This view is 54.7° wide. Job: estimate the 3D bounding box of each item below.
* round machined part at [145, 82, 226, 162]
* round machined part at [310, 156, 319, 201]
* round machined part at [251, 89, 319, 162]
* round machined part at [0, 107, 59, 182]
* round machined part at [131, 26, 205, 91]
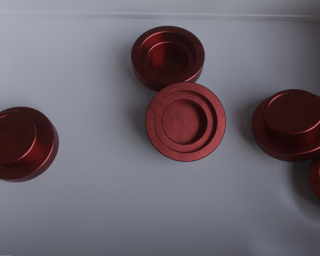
[{"bbox_3d":[0.030,-0.007,0.394,0.099,0.042,0.097,0,87,-4],"label":"round machined part"},{"bbox_3d":[0.234,0.061,0.366,0.098,0.042,0.098,-14,62,29],"label":"round machined part"},{"bbox_3d":[0.165,-0.010,0.387,0.098,0.042,0.098,-11,52,15],"label":"round machined part"},{"bbox_3d":[-0.184,0.017,0.392,0.099,0.042,0.098,0,70,-1],"label":"round machined part"},{"bbox_3d":[0.011,-0.091,0.431,0.099,0.042,0.098,0,66,0],"label":"round machined part"}]
